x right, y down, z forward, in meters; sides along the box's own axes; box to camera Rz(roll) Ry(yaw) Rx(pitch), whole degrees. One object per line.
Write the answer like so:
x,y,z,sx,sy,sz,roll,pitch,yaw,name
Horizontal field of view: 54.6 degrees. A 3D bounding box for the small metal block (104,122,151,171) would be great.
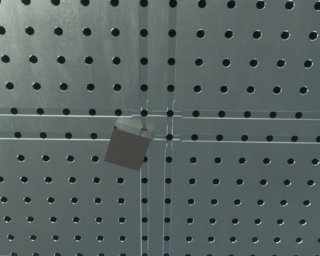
-0.044,0.025,0.422,0.050,0.025,0.050,17,109,-7,small metal block
